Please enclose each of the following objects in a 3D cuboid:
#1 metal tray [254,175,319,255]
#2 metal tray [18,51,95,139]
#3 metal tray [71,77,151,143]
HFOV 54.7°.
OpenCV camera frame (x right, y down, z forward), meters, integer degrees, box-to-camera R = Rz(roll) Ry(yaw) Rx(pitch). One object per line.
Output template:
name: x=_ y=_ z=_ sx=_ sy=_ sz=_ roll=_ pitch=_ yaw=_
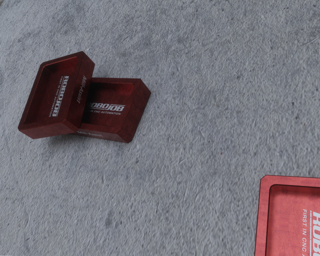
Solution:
metal tray: x=0.130 y=0.108 z=0.265 sx=0.090 sy=0.030 sz=0.130 roll=-1 pitch=61 yaw=28
metal tray: x=-0.156 y=-0.051 z=0.474 sx=0.090 sy=0.030 sz=0.130 roll=-8 pitch=58 yaw=24
metal tray: x=-0.088 y=-0.031 z=0.465 sx=0.130 sy=0.030 sz=0.090 roll=7 pitch=65 yaw=31
